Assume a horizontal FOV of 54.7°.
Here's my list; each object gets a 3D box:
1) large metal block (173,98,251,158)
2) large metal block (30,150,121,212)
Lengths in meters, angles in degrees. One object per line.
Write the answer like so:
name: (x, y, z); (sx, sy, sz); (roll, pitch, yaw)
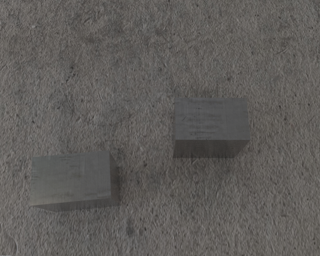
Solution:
large metal block: (0.057, 0.003, 0.378); (0.081, 0.080, 0.050); (0, 70, 0)
large metal block: (-0.091, 0.064, 0.355); (0.081, 0.080, 0.050); (-5, 70, -2)
